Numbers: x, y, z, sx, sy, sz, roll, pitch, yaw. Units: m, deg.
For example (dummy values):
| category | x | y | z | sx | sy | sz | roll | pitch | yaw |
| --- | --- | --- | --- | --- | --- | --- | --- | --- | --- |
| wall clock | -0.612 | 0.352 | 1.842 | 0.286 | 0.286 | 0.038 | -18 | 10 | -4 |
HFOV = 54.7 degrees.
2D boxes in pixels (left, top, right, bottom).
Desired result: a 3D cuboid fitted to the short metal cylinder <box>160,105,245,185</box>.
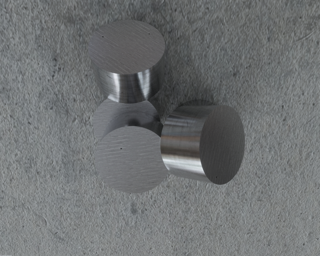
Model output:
| category | x | y | z | sx | sy | sz | roll | pitch | yaw |
| --- | --- | --- | --- | --- | --- | --- | --- | --- | --- |
| short metal cylinder | 0.047 | 0.016 | 0.327 | 0.050 | 0.081 | 0.080 | 3 | 118 | 45 |

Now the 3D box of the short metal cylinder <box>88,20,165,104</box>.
| category | x | y | z | sx | sy | sz | roll | pitch | yaw |
| --- | --- | --- | --- | --- | --- | --- | --- | --- | --- |
| short metal cylinder | -0.035 | -0.074 | 0.347 | 0.081 | 0.080 | 0.050 | 0 | 149 | -1 |

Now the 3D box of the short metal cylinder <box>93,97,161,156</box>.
| category | x | y | z | sx | sy | sz | roll | pitch | yaw |
| --- | --- | --- | --- | --- | --- | --- | --- | --- | --- |
| short metal cylinder | -0.039 | -0.011 | 0.393 | 0.081 | 0.050 | 0.079 | 0 | 110 | -1 |

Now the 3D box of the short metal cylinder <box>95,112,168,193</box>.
| category | x | y | z | sx | sy | sz | roll | pitch | yaw |
| --- | --- | --- | --- | --- | --- | --- | --- | --- | --- |
| short metal cylinder | -0.029 | 0.027 | 0.353 | 0.081 | 0.050 | 0.079 | 0 | 110 | -1 |

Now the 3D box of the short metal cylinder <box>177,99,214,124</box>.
| category | x | y | z | sx | sy | sz | roll | pitch | yaw |
| --- | --- | --- | --- | --- | --- | --- | --- | --- | --- |
| short metal cylinder | 0.051 | 0.008 | 0.401 | 0.081 | 0.050 | 0.079 | 0 | 110 | -1 |
